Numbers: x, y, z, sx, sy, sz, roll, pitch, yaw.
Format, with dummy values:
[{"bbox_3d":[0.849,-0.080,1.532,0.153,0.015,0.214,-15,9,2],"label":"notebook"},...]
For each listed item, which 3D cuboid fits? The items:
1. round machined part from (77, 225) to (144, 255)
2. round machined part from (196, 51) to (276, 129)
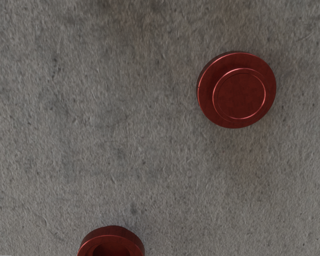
[{"bbox_3d":[-0.072,0.188,0.469,0.099,0.042,0.097,0,110,-1],"label":"round machined part"},{"bbox_3d":[0.096,-0.044,0.386,0.099,0.042,0.097,0,110,-1],"label":"round machined part"}]
